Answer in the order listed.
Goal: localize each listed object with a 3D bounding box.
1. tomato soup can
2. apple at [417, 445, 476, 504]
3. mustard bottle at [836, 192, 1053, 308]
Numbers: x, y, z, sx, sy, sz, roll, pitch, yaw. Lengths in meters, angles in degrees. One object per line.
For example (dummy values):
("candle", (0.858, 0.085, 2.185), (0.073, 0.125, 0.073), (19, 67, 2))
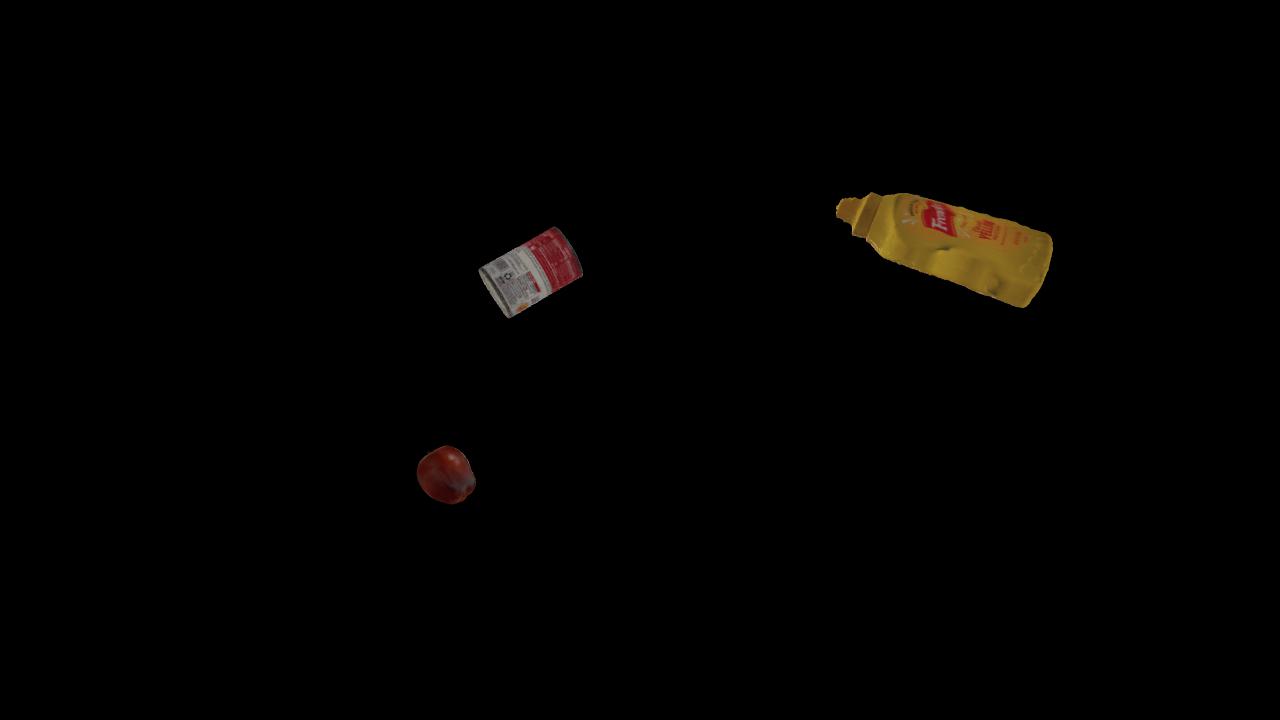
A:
("tomato soup can", (-0.126, -0.100, 0.712), (0.101, 0.068, 0.068), (-33, 9, -14))
("apple", (-0.298, 0.177, 0.946), (0.079, 0.093, 0.079), (-39, -12, -10))
("mustard bottle", (0.271, -0.113, 0.568), (0.184, 0.092, 0.054), (24, -34, 16))
